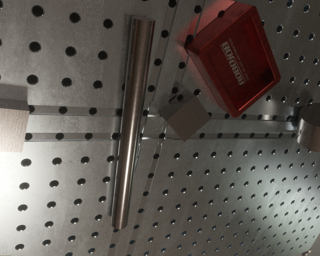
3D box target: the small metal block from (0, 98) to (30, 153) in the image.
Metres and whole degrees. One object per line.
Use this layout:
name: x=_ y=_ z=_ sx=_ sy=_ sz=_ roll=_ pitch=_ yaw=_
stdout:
small metal block: x=-0.166 y=-0.003 z=0.319 sx=0.050 sy=0.025 sz=0.050 roll=6 pitch=116 yaw=-31

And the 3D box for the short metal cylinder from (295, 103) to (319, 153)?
short metal cylinder: x=0.279 y=-0.002 z=0.531 sx=0.081 sy=0.080 sz=0.050 roll=-20 pitch=126 yaw=-17

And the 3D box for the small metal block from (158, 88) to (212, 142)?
small metal block: x=0.034 y=-0.017 z=0.421 sx=0.050 sy=0.025 sz=0.050 roll=-42 pitch=130 yaw=0

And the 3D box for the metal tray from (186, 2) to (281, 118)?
metal tray: x=0.103 y=-0.085 z=0.413 sx=0.090 sy=0.030 sz=0.130 roll=-41 pitch=130 yaw=-1

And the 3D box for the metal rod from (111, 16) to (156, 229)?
metal rod: x=-0.039 y=0.013 z=0.399 sx=0.025 sy=0.025 sz=0.298 roll=-5 pitch=121 yaw=-26
